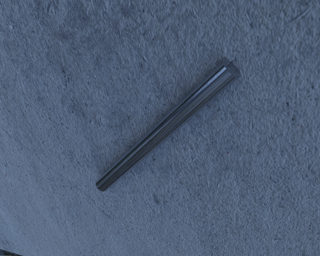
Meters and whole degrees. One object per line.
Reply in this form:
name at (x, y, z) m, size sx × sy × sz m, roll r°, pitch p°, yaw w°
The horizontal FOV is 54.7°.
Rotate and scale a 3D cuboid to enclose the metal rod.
metal rod at (-0.009, 0.015, 0.422) m, size 0.025 × 0.025 × 0.299 m, roll 45°, pitch 129°, yaw -3°
